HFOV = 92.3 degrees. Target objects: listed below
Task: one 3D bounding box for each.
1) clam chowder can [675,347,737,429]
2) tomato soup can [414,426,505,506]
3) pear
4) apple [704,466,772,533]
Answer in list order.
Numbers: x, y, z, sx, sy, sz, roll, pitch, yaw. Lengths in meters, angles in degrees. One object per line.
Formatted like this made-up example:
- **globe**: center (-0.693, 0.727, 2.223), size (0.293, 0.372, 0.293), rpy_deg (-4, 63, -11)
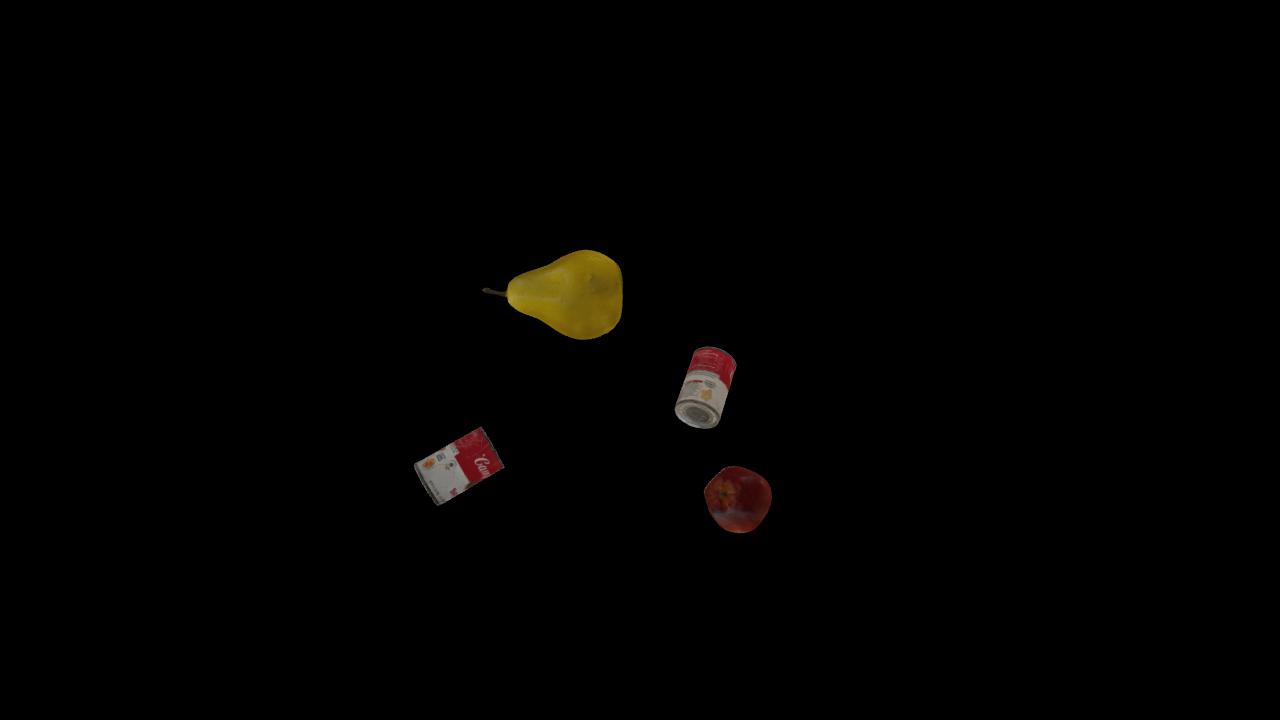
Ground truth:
- **clam chowder can**: center (0.095, 0.040, 0.891), size (0.068, 0.102, 0.068), rpy_deg (15, -35, 11)
- **tomato soup can**: center (-0.246, 0.144, 0.837), size (0.101, 0.068, 0.068), rpy_deg (-29, 10, -17)
- **pear**: center (-0.070, -0.053, 0.508), size (0.111, 0.080, 0.080), rpy_deg (0, 0, 0)
- **apple**: center (0.117, 0.165, 0.731), size (0.079, 0.079, 0.093), rpy_deg (0, -22, 33)
